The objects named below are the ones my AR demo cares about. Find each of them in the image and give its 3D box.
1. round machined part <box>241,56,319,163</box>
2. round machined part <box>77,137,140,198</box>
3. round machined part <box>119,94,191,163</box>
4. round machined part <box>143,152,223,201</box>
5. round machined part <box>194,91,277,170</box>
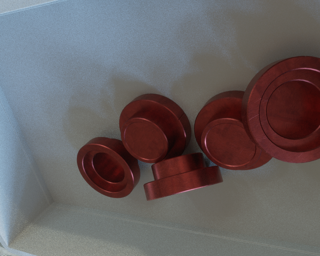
[{"bbox_3d":[0.127,-0.019,0.300,0.099,0.042,0.097,0,98,-1],"label":"round machined part"},{"bbox_3d":[-0.073,0.055,0.470,0.098,0.042,0.097,13,124,21],"label":"round machined part"},{"bbox_3d":[-0.012,0.007,0.409,0.098,0.042,0.097,13,124,21],"label":"round machined part"},{"bbox_3d":[0.026,0.060,0.394,0.098,0.099,0.042,-23,75,36],"label":"round machined part"},{"bbox_3d":[0.086,0.010,0.358,0.098,0.042,0.097,13,124,21],"label":"round machined part"}]
